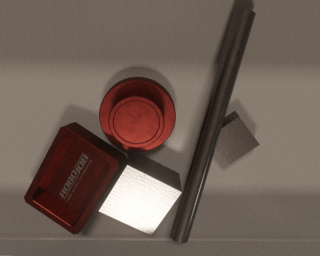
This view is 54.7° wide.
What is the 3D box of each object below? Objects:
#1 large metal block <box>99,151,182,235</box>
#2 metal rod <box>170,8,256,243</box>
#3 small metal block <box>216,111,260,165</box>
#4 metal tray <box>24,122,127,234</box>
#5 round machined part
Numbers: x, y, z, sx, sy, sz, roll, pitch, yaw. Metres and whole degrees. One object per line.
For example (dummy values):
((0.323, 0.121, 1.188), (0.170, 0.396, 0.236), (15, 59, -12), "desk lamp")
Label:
((-0.027, 0.088, 0.430), (0.080, 0.050, 0.080), (29, 107, -11), "large metal block")
((0.063, 0.005, 0.389), (0.025, 0.025, 0.298), (14, 100, -6), "metal rod")
((0.096, 0.013, 0.418), (0.050, 0.025, 0.050), (-36, 107, 12), "small metal block")
((-0.116, 0.069, 0.421), (0.090, 0.030, 0.129), (33, 107, 3), "metal tray")
((-0.029, -0.014, 0.397), (0.099, 0.042, 0.097), (0, 110, -1), "round machined part")
